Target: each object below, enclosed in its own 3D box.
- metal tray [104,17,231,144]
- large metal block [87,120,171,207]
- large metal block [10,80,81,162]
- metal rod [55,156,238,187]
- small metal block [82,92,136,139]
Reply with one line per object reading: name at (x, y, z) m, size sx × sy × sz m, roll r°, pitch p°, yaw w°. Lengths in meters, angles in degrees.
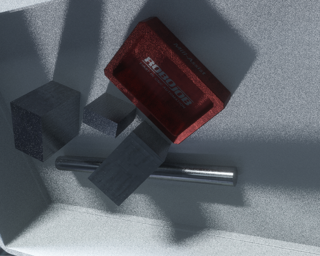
metal tray at (0.007, -0.053, 0.368) m, size 0.130 × 0.030 × 0.090 m, roll 45°, pitch 129°, yaw -4°
large metal block at (-0.035, 0.041, 0.398) m, size 0.050 × 0.080 × 0.080 m, roll 44°, pitch 102°, yaw -2°
large metal block at (-0.163, -0.012, 0.449) m, size 0.050 × 0.080 × 0.079 m, roll 23°, pitch 127°, yaw 14°
metal rod at (-0.038, 0.061, 0.464) m, size 0.301 × 0.025 × 0.025 m, roll 1°, pitch 119°, yaw 27°
small metal block at (-0.067, -0.018, 0.415) m, size 0.050 × 0.050 × 0.025 m, roll 25°, pitch 127°, yaw 12°
